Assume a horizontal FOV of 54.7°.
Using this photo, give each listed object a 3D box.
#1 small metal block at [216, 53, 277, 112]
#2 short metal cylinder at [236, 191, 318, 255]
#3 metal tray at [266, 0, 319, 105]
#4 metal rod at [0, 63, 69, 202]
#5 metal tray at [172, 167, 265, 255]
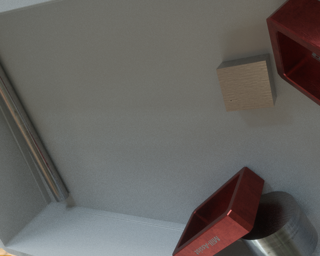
[{"bbox_3d":[0.093,-0.047,0.330,0.050,0.025,0.050,-5,116,30],"label":"small metal block"},{"bbox_3d":[0.139,0.123,0.376,0.080,0.080,0.050,-29,102,37],"label":"short metal cylinder"},{"bbox_3d":[0.144,-0.037,0.234,0.030,0.090,0.130,-43,56,4],"label":"metal tray"},{"bbox_3d":[-0.229,0.001,0.526,0.025,0.025,0.298,-5,116,30],"label":"metal rod"},{"bbox_3d":[0.074,0.117,0.399,0.030,0.090,0.129,38,129,2],"label":"metal tray"}]
